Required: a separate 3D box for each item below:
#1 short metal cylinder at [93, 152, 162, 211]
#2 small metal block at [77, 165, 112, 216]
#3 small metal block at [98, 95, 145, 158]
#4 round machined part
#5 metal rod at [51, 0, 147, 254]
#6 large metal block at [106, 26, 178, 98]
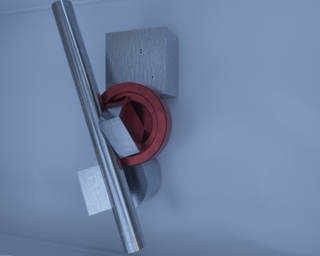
[{"bbox_3d":[-0.044,0.066,0.411,0.080,0.050,0.079,0,90,19],"label":"short metal cylinder"},{"bbox_3d":[-0.078,0.073,0.366,0.025,0.050,0.050,-16,83,-14],"label":"small metal block"},{"bbox_3d":[-0.043,-0.002,0.359,0.025,0.050,0.050,-19,119,15],"label":"small metal block"},{"bbox_3d":[-0.032,-0.005,0.379,0.098,0.042,0.097,0,90,19],"label":"round machined part"},{"bbox_3d":[-0.073,-0.007,0.359,0.025,0.025,0.299,-20,84,18],"label":"metal rod"},{"bbox_3d":[-0.022,-0.080,0.401,0.080,0.050,0.079,0,90,19],"label":"large metal block"}]
